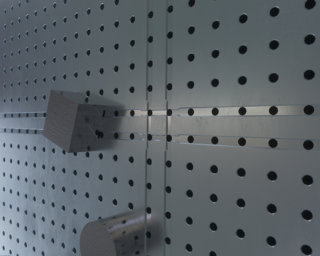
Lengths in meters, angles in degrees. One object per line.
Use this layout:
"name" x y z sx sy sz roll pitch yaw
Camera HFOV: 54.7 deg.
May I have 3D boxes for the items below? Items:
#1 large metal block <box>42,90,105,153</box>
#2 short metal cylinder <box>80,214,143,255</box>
"large metal block" -0.144 -0.012 0.512 0.080 0.050 0.079 25 106 37
"short metal cylinder" -0.072 0.171 0.453 0.080 0.050 0.079 0 90 40
